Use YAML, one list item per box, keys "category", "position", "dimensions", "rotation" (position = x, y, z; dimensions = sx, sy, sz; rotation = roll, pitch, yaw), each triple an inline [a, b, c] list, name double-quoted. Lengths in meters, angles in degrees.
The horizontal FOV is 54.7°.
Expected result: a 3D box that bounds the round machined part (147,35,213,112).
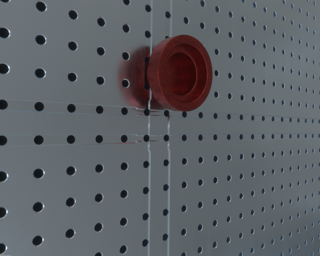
- category: "round machined part"
  position: [0.022, -0.071, 0.413]
  dimensions: [0.099, 0.042, 0.097]
  rotation: [-5, 97, -40]
